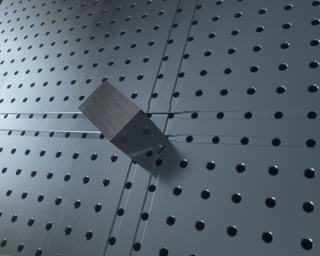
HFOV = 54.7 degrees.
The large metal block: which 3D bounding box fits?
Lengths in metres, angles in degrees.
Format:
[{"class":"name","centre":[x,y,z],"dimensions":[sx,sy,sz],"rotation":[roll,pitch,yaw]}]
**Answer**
[{"class":"large metal block","centre":[-0.046,-0.005,0.398],"dimensions":[0.050,0.080,0.080],"rotation":[-47,52,-4]}]
